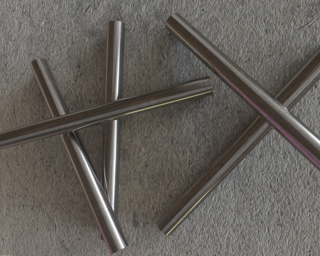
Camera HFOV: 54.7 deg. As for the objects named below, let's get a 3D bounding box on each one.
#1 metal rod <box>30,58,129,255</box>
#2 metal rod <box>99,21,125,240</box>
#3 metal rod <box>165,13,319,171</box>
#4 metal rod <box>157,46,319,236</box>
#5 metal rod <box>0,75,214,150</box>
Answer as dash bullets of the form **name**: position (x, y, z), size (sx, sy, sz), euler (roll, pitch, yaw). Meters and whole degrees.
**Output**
- **metal rod**: position (-0.118, 0.027, 0.432), size (0.025, 0.025, 0.299), euler (-33, 73, 17)
- **metal rod**: position (-0.067, 0.004, 0.432), size (0.025, 0.025, 0.298), euler (3, 91, 20)
- **metal rod**: position (0.108, -0.035, 0.346), size (0.025, 0.025, 0.300), euler (-47, 67, 14)
- **metal rod**: position (0.100, 0.020, 0.373), size (0.025, 0.025, 0.299), euler (44, 103, 14)
- **metal rod**: position (-0.081, -0.017, 0.408), size (0.301, 0.025, 0.025), euler (-14, 85, 8)
